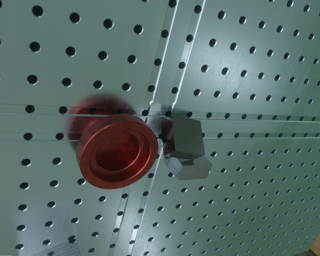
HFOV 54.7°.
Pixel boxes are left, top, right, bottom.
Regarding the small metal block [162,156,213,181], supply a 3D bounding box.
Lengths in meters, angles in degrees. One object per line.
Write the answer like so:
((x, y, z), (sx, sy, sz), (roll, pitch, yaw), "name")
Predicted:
((0.039, 0.049, 0.448), (0.050, 0.050, 0.025), (2, 119, -30), "small metal block")

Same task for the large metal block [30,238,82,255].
((-0.143, 0.215, 0.431), (0.081, 0.080, 0.050), (-16, 125, -20), "large metal block")

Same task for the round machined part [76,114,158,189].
((-0.055, 0.025, 0.387), (0.099, 0.042, 0.097), (-14, 125, -21), "round machined part")

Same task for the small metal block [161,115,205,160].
((0.031, 0.014, 0.419), (0.050, 0.050, 0.025), (11, 153, -33), "small metal block")
